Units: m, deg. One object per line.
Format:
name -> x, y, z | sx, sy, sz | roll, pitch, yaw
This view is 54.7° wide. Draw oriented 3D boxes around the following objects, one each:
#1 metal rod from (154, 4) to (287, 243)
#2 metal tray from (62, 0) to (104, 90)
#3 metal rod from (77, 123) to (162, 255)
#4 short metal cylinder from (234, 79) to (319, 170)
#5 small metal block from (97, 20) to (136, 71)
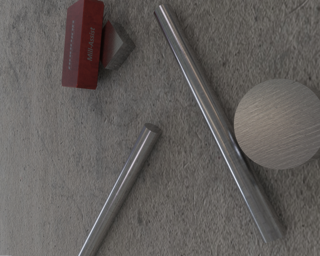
metal rod -> 0.059, -0.021, 0.355 | 0.025, 0.025, 0.299 | -36, 68, 34
metal tray -> -0.123, -0.127, 0.486 | 0.090, 0.030, 0.129 | 14, 100, 57
metal rod -> -0.075, 0.122, 0.466 | 0.025, 0.025, 0.298 | 42, 115, 32
short metal cylinder -> 0.118, -0.004, 0.291 | 0.080, 0.050, 0.079 | 0, 90, 40
small metal block -> -0.070, -0.123, 0.463 | 0.050, 0.025, 0.050 | -46, 63, 30
